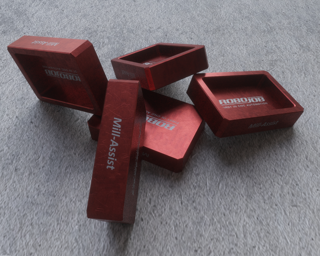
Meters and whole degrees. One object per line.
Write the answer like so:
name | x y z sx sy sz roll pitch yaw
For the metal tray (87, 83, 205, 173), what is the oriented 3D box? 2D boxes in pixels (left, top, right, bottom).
metal tray | -0.015 -0.005 0.405 0.130 0.030 0.090 20 53 15

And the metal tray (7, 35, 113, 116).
metal tray | -0.127 -0.069 0.399 0.130 0.090 0.030 14 50 32

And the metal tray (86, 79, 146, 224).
metal tray | -0.038 0.028 0.313 0.030 0.090 0.130 4 71 4

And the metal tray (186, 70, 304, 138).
metal tray | 0.112 -0.036 0.412 0.131 0.030 0.090 -7 49 -26

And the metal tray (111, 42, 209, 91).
metal tray | -0.005 -0.092 0.440 0.091 0.030 0.130 -25 26 -20
